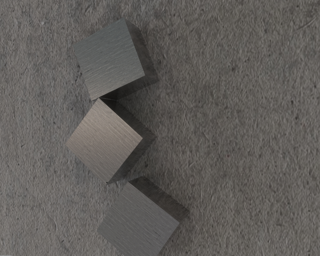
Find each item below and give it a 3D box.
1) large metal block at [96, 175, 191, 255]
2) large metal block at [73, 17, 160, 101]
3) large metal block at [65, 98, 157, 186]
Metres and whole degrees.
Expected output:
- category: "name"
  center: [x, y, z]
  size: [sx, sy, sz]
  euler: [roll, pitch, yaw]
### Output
- category: "large metal block"
  center: [-0.021, 0.121, 0.403]
  size: [0.080, 0.050, 0.080]
  euler: [35, 101, 16]
- category: "large metal block"
  center: [-0.058, -0.087, 0.416]
  size: [0.080, 0.050, 0.080]
  euler: [-22, 83, 18]
- category: "large metal block"
  center: [-0.065, 0.017, 0.419]
  size: [0.080, 0.050, 0.080]
  euler: [42, 103, 15]
